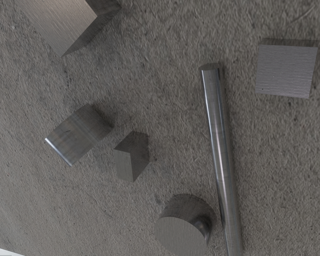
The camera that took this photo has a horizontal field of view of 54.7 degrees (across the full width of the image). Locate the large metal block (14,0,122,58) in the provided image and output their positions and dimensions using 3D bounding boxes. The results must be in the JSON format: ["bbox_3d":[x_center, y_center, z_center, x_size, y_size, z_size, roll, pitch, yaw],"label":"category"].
[{"bbox_3d":[-0.106,-0.143,0.358,0.080,0.050,0.080,-31,102,38],"label":"large metal block"}]

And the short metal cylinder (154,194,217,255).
[{"bbox_3d":[0.038,0.145,0.460,0.080,0.050,0.079,13,124,21],"label":"short metal cylinder"}]

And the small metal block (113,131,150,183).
[{"bbox_3d":[-0.038,0.040,0.435,0.025,0.050,0.050,11,123,22],"label":"small metal block"}]

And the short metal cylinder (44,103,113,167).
[{"bbox_3d":[-0.114,0.010,0.438,0.050,0.080,0.080,48,129,-6],"label":"short metal cylinder"}]

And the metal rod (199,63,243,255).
[{"bbox_3d":[0.084,0.064,0.402,0.025,0.025,0.298,2,120,27],"label":"metal rod"}]

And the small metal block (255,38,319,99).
[{"bbox_3d":[0.124,-0.060,0.305,0.050,0.025,0.050,10,123,23],"label":"small metal block"}]
